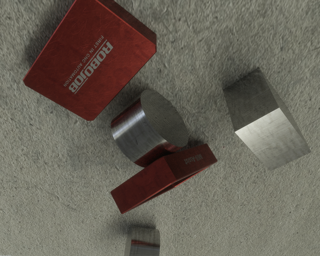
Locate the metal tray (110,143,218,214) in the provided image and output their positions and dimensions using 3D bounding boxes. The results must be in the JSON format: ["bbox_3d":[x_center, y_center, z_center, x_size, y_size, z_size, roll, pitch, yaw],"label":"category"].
[{"bbox_3d":[0.010,0.062,0.401,0.090,0.030,0.131,-37,166,28],"label":"metal tray"}]

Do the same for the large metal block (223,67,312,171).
[{"bbox_3d":[0.123,-0.010,0.363,0.050,0.080,0.080,-32,123,24],"label":"large metal block"}]

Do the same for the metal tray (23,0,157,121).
[{"bbox_3d":[-0.077,-0.075,0.340,0.090,0.030,0.129,33,123,-25],"label":"metal tray"}]

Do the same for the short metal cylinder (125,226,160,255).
[{"bbox_3d":[-0.034,0.221,0.559,0.050,0.080,0.079,11,129,-9],"label":"short metal cylinder"}]

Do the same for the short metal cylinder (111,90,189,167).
[{"bbox_3d":[-0.011,0.001,0.372,0.050,0.080,0.080,-37,121,27],"label":"short metal cylinder"}]
